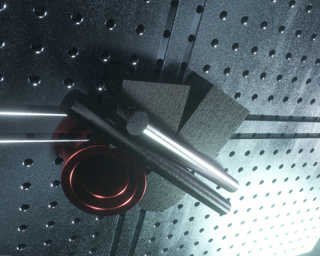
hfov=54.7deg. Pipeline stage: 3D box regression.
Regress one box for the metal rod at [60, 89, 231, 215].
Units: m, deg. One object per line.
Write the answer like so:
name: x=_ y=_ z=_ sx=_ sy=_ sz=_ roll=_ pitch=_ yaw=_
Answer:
metal rod: x=0.008 y=0.048 z=0.374 sx=0.025 sy=0.025 sz=0.301 roll=-47 pitch=130 yaw=5

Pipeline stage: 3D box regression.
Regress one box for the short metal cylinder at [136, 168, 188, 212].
short metal cylinder: x=-0.004 y=0.068 z=0.429 sx=0.081 sy=0.050 sz=0.079 roll=-14 pitch=124 yaw=-21

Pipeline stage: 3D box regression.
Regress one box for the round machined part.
round machined part: x=-0.066 y=0.056 z=0.380 sx=0.099 sy=0.042 sz=0.097 roll=-1 pitch=113 yaw=-3

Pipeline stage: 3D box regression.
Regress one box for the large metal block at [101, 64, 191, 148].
large metal block: x=-0.021 y=-0.024 z=0.360 sx=0.081 sy=0.050 sz=0.079 roll=1 pitch=118 yaw=-29

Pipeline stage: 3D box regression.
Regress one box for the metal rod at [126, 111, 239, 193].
metal rod: x=0.052 y=0.048 z=0.416 sx=0.025 sy=0.025 sz=0.301 roll=-48 pitch=144 yaw=5

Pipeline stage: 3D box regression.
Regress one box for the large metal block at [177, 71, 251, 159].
large metal block: x=0.058 y=-0.016 z=0.411 sx=0.080 sy=0.050 sz=0.080 roll=27 pitch=104 yaw=-38
